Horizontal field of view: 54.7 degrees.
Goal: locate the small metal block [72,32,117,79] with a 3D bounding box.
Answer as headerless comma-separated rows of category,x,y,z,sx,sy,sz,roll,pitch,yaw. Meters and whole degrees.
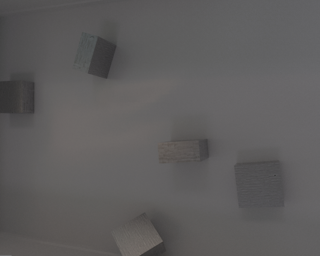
small metal block,-0.090,-0.099,0.429,0.025,0.050,0.050,20,97,19

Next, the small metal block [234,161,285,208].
small metal block,0.118,0.067,0.369,0.050,0.025,0.050,-7,88,19

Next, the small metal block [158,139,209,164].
small metal block,0.030,0.028,0.386,0.050,0.050,0.025,-4,89,20

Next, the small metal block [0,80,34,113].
small metal block,-0.229,-0.048,0.491,0.050,0.025,0.050,0,90,20

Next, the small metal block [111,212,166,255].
small metal block,-0.028,0.145,0.397,0.050,0.025,0.050,-26,42,-16
